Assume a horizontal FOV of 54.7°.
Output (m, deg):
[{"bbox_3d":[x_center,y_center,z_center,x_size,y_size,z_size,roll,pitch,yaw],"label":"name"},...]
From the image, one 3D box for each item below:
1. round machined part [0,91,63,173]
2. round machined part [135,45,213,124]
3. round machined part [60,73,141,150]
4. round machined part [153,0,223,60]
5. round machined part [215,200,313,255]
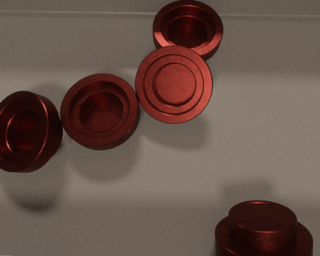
[{"bbox_3d":[-0.161,0.006,0.383,0.098,0.042,0.097,-4,79,24],"label":"round machined part"},{"bbox_3d":[0.020,-0.057,0.407,0.098,0.042,0.097,2,100,10],"label":"round machined part"},{"bbox_3d":[-0.074,-0.018,0.403,0.099,0.042,0.098,-1,72,4],"label":"round machined part"},{"bbox_3d":[0.039,-0.133,0.450,0.099,0.042,0.098,0,70,-1],"label":"round machined part"},{"bbox_3d":[0.108,0.110,0.328,0.099,0.098,0.042,-5,102,-2],"label":"round machined part"}]
